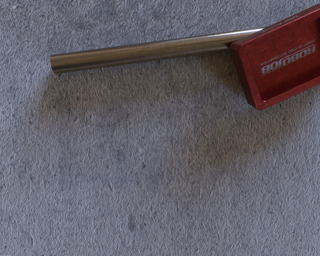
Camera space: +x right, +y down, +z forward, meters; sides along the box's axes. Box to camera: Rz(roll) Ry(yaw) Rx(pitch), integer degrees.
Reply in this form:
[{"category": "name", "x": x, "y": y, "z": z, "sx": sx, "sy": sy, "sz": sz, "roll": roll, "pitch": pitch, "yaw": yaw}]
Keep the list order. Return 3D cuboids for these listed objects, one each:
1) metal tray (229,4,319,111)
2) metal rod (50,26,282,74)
[{"category": "metal tray", "x": 0.165, "y": -0.090, "z": 0.394, "sx": 0.131, "sy": 0.030, "sz": 0.090, "roll": -25, "pitch": 111, "yaw": -1}, {"category": "metal rod", "x": 0.010, "y": -0.104, "z": 0.410, "sx": 0.302, "sy": 0.025, "sz": 0.025, "roll": -8, "pitch": 90, "yaw": -1}]
